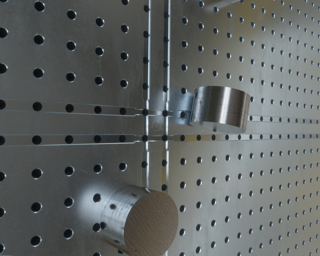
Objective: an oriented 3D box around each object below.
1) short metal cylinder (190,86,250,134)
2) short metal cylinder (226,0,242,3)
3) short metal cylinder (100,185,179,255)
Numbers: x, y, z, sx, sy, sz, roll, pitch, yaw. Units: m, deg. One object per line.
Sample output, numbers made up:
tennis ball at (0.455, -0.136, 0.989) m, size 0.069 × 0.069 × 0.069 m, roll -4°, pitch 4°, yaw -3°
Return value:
short metal cylinder at (0.087, -0.025, 0.449) m, size 0.081 × 0.080 × 0.050 m, roll 17°, pitch 80°, yaw -39°
short metal cylinder at (0.133, -0.254, 0.507) m, size 0.081 × 0.050 × 0.079 m, roll 0°, pitch 90°, yaw -40°
short metal cylinder at (-0.024, 0.113, 0.375) m, size 0.081 × 0.050 × 0.079 m, roll 0°, pitch 90°, yaw -40°
